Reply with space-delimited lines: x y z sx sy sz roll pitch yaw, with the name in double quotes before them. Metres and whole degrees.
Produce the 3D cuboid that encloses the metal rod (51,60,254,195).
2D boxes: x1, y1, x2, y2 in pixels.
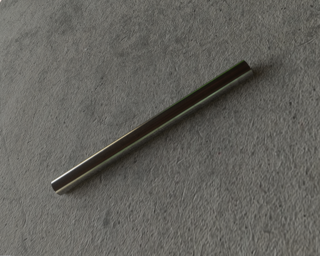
"metal rod" -0.015 0.003 0.410 0.300 0.025 0.025 -32 52 7
